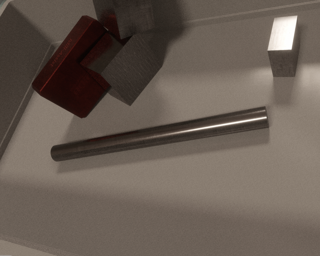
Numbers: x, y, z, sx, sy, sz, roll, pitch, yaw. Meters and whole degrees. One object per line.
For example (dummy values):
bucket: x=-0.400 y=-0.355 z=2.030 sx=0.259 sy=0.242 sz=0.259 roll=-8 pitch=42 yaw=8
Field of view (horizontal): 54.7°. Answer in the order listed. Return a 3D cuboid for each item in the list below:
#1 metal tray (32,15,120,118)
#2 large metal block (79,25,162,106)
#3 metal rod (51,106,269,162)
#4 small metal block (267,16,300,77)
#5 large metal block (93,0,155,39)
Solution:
metal tray: x=-0.114 y=-0.088 z=0.465 sx=0.030 sy=0.090 sz=0.130 roll=35 pitch=89 yaw=38
large metal block: x=-0.054 y=-0.092 z=0.454 sx=0.050 sy=0.080 sz=0.080 roll=30 pitch=78 yaw=37
metal rod: x=-0.016 y=0.013 z=0.405 sx=0.301 sy=0.025 sz=0.025 roll=-10 pitch=57 yaw=22
small metal block: x=0.149 y=-0.096 z=0.370 sx=0.025 sy=0.050 sz=0.050 roll=5 pitch=64 yaw=30
large metal block: x=-0.053 y=-0.174 z=0.406 sx=0.050 sy=0.080 sz=0.080 roll=-25 pitch=43 yaw=-18
